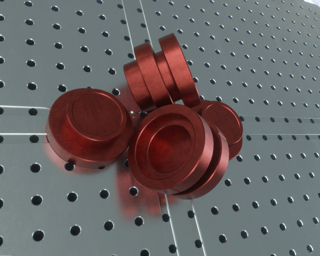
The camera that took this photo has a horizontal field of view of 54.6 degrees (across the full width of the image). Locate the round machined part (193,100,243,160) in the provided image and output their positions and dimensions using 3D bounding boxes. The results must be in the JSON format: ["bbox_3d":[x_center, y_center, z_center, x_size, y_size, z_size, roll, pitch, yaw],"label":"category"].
[{"bbox_3d":[0.077,0.001,0.438,0.099,0.042,0.098,13,56,-21],"label":"round machined part"}]

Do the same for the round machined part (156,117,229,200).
[{"bbox_3d":[0.037,0.037,0.370,0.042,0.098,0.098,35,43,-48],"label":"round machined part"}]

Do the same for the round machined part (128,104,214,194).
[{"bbox_3d":[0.015,0.026,0.347,0.042,0.098,0.098,34,43,-48],"label":"round machined part"}]

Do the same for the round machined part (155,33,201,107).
[{"bbox_3d":[0.016,-0.069,0.403,0.042,0.098,0.098,-22,68,6],"label":"round machined part"}]

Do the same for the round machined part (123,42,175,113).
[{"bbox_3d":[-0.015,-0.058,0.403,0.042,0.098,0.098,-22,68,6],"label":"round machined part"}]

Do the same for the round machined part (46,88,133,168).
[{"bbox_3d":[-0.077,-0.006,0.359,0.099,0.042,0.098,13,56,-21],"label":"round machined part"}]
